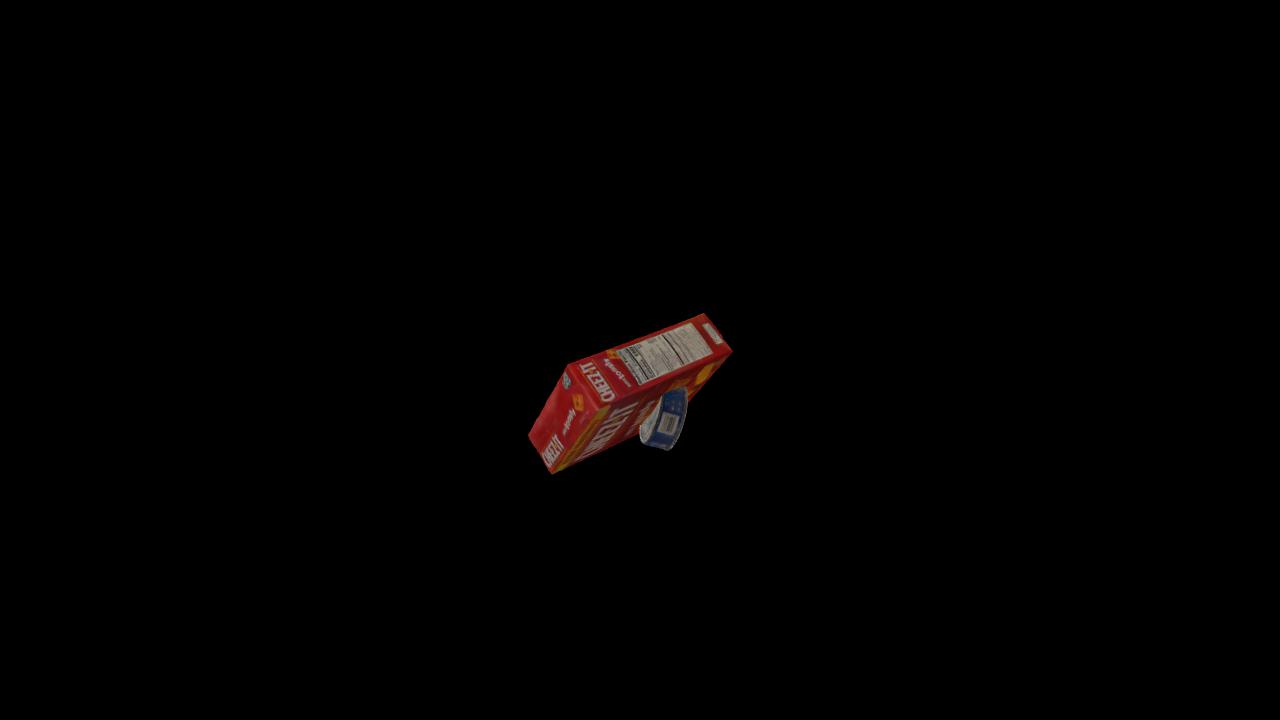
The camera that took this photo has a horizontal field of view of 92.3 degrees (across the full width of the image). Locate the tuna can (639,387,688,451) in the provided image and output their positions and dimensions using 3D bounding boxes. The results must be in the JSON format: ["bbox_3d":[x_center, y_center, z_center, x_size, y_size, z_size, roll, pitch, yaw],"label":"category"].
[{"bbox_3d":[0.028,0.067,0.753,0.034,0.084,0.084,16,-3,-12],"label":"tuna can"}]

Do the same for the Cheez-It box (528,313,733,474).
[{"bbox_3d":[-0.012,0.041,0.760,0.223,0.071,0.166,-21,-23,-38],"label":"Cheez-It box"}]
